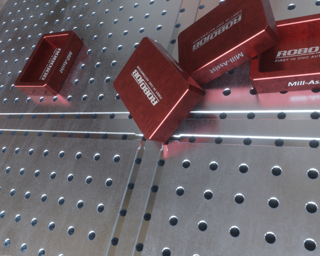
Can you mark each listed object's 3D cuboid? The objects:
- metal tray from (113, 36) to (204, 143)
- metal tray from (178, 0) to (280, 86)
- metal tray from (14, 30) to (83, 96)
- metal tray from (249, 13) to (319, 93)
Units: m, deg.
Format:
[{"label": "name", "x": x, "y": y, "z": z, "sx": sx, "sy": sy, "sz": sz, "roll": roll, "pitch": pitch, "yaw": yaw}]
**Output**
[{"label": "metal tray", "x": -0.008, "y": -0.054, "z": 0.423, "sx": 0.090, "sy": 0.030, "sz": 0.130, "roll": -52, "pitch": 48, "yaw": 21}, {"label": "metal tray", "x": 0.082, "y": -0.119, "z": 0.408, "sx": 0.130, "sy": 0.030, "sz": 0.090, "roll": -27, "pitch": 50, "yaw": 37}, {"label": "metal tray", "x": -0.212, "y": -0.125, "z": 0.594, "sx": 0.090, "sy": 0.030, "sz": 0.130, "roll": 5, "pitch": 64, "yaw": 30}, {"label": "metal tray", "x": 0.178, "y": -0.091, "z": 0.367, "sx": 0.130, "sy": 0.030, "sz": 0.090, "roll": -2, "pitch": 61, "yaw": 27}]
